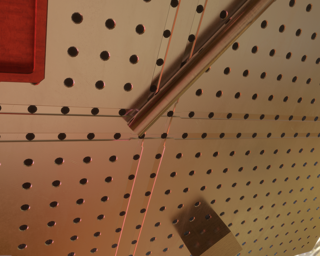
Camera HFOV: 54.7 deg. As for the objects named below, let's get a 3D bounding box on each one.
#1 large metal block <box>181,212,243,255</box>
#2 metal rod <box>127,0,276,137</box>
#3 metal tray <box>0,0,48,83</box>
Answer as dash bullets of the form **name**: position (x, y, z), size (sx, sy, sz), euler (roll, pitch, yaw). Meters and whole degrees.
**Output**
- **large metal block**: position (0.099, 0.219, 0.585), size (0.080, 0.050, 0.080), euler (-36, 129, -4)
- **metal rod**: position (0.072, -0.104, 0.386), size (0.300, 0.025, 0.025), euler (-45, 129, 3)
- **metal tray**: position (-0.145, -0.105, 0.263), size (0.091, 0.030, 0.129), euler (-2, 119, -28)
